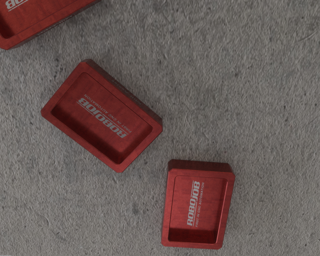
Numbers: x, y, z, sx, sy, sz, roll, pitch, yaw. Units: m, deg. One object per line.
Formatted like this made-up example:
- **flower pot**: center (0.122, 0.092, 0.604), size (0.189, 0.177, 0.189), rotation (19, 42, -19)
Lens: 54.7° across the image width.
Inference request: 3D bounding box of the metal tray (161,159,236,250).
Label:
- **metal tray**: center (0.052, 0.112, 0.448), size (0.091, 0.030, 0.129), rotation (4, 110, -2)

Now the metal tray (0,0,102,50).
- **metal tray**: center (-0.143, -0.157, 0.347), size (0.130, 0.030, 0.090), rotation (-26, 108, 9)

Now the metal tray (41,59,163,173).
- **metal tray**: center (-0.072, -0.014, 0.401), size (0.130, 0.030, 0.090), rotation (40, 105, -14)
